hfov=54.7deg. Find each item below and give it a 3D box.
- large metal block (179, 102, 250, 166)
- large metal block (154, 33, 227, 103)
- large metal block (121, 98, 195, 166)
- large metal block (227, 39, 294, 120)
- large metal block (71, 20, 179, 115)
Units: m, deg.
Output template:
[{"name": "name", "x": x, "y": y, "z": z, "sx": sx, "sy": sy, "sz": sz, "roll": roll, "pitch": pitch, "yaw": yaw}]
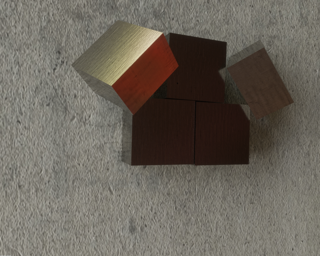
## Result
[{"name": "large metal block", "x": 0.073, "y": 0.008, "z": 0.423, "sx": 0.081, "sy": 0.050, "sz": 0.079, "roll": 1, "pitch": 90, "yaw": -21}, {"name": "large metal block", "x": 0.039, "y": -0.075, "z": 0.413, "sx": 0.081, "sy": 0.050, "sz": 0.079, "roll": 3, "pitch": 89, "yaw": -20}, {"name": "large metal block", "x": -0.003, "y": 0.005, "z": 0.396, "sx": 0.081, "sy": 0.050, "sz": 0.079, "roll": 1, "pitch": 90, "yaw": -21}, {"name": "large metal block", "x": 0.136, "y": -0.069, "z": 0.426, "sx": 0.050, "sy": 0.080, "sz": 0.080, "roll": -28, "pitch": 103, "yaw": 23}, {"name": "large metal block", "x": -0.040, "y": -0.073, "z": 0.359, "sx": 0.080, "sy": 0.080, "sz": 0.050, "roll": -49, "pitch": 140, "yaw": -14}]
